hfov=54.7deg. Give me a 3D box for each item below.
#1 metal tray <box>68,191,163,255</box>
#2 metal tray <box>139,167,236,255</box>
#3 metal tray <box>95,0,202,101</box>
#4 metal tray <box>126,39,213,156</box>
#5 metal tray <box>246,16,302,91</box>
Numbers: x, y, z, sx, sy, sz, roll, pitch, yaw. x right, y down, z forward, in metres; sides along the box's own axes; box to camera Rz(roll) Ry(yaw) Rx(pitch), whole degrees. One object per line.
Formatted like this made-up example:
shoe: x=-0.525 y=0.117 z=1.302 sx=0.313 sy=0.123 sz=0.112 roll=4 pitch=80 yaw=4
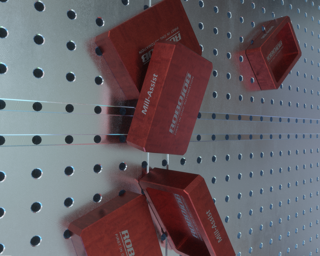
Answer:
metal tray: x=-0.044 y=0.154 z=0.371 sx=0.091 sy=0.030 sz=0.129 roll=-24 pitch=106 yaw=-38
metal tray: x=0.034 y=0.116 z=0.398 sx=0.030 sy=0.090 sz=0.129 roll=-38 pitch=113 yaw=-34
metal tray: x=-0.008 y=-0.105 z=0.401 sx=0.131 sy=0.030 sz=0.090 roll=-42 pitch=116 yaw=-32
metal tray: x=0.015 y=-0.033 z=0.389 sx=0.091 sy=0.030 sz=0.129 roll=12 pitch=96 yaw=-52
metal tray: x=0.222 y=-0.144 z=0.595 sx=0.131 sy=0.030 sz=0.090 roll=-47 pitch=118 yaw=-30
